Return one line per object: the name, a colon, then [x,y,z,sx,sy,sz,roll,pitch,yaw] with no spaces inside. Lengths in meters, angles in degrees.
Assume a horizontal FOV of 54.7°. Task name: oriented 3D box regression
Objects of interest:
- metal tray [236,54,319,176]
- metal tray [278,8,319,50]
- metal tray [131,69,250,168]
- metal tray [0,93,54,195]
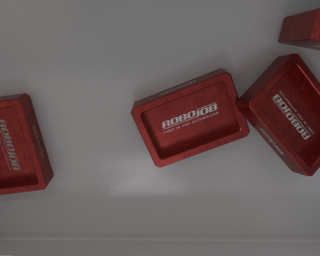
metal tray: [0.169,-0.015,0.387,0.090,0.030,0.130,-47,105,-9]
metal tray: [0.212,-0.099,0.340,0.131,0.090,0.030,9,103,-4]
metal tray: [0.039,-0.012,0.404,0.130,0.030,0.090,-21,109,7]
metal tray: [-0.207,0.025,0.415,0.091,0.030,0.129,-8,110,2]
